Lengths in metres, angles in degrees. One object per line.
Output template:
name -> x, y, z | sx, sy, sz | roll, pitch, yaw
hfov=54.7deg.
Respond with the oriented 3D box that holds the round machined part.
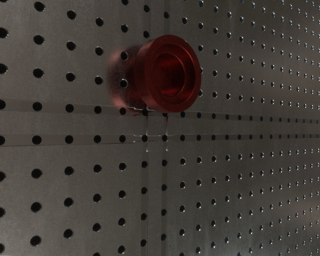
round machined part -> 0.005, -0.068, 0.404 | 0.099, 0.042, 0.097 | 0, 90, -40
